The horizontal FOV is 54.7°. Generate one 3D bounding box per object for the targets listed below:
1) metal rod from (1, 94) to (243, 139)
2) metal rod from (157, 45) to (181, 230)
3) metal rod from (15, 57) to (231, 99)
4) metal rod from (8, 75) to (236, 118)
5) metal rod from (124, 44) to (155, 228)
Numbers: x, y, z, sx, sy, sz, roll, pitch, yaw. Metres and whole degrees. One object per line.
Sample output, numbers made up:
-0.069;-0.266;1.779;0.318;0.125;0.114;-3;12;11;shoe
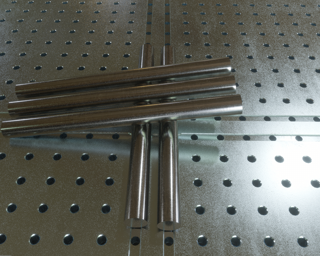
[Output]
-0.051;-0.014;0.391;0.302;0.025;0.025;-6;50;5;metal rod
0.011;-0.013;0.419;0.025;0.025;0.300;1;50;0;metal rod
-0.054;-0.069;0.438;0.302;0.025;0.025;-6;50;4;metal rod
-0.053;-0.041;0.415;0.302;0.025;0.025;-6;50;5;metal rod
-0.023;-0.015;0.420;0.025;0.025;0.300;1;50;0;metal rod
